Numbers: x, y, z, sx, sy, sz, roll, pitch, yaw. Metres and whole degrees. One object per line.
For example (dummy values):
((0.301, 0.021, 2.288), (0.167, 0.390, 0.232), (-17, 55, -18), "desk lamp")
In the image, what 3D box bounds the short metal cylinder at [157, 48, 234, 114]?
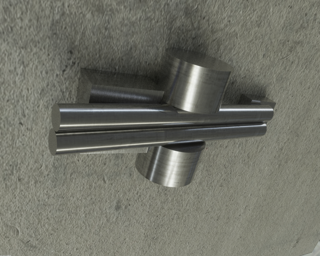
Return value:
((0.039, -0.056, 0.359), (0.081, 0.080, 0.050), (1, 118, -29), "short metal cylinder")

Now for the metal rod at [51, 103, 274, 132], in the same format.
((0.031, -0.015, 0.358), (0.302, 0.025, 0.025), (-3, 120, -36), "metal rod")

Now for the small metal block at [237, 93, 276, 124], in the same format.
((0.141, -0.023, 0.472), (0.050, 0.025, 0.050), (3, 117, -30), "small metal block")

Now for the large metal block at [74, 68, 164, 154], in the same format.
((-0.051, -0.018, 0.353), (0.081, 0.050, 0.079), (2, 118, -29), "large metal block")

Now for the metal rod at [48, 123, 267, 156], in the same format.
((0.025, 0.007, 0.368), (0.302, 0.025, 0.025), (-3, 120, -36), "metal rod")

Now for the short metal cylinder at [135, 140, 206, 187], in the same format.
((0.013, 0.031, 0.399), (0.081, 0.080, 0.050), (1, 118, -29), "short metal cylinder")
